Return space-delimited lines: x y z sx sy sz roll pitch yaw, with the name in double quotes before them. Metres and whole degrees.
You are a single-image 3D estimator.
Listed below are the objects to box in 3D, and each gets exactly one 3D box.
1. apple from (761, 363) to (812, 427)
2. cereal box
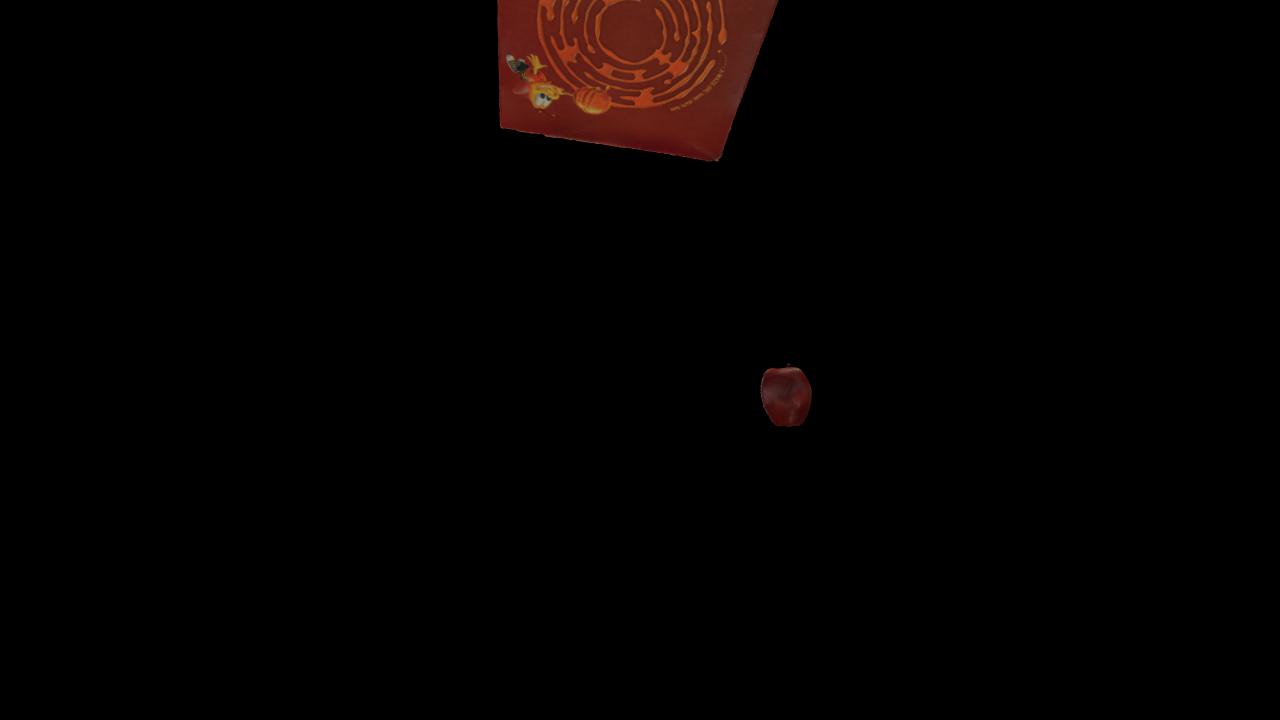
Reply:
"apple" 0.215 0.051 0.906 0.079 0.093 0.079 -1 1 0
"cereal box" 0.001 -0.292 0.442 0.203 0.081 0.306 6 -29 -7
